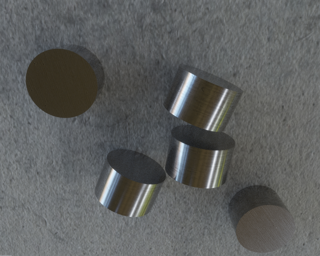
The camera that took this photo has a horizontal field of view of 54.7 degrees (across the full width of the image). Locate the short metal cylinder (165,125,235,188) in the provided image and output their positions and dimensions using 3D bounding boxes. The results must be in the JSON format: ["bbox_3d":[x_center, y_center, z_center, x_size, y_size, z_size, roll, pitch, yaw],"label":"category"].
[{"bbox_3d":[0.050,0.034,0.394,0.081,0.080,0.050,8,110,-3],"label":"short metal cylinder"}]

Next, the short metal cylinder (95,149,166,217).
[{"bbox_3d":[-0.039,0.070,0.406,0.080,0.080,0.050,20,109,-8],"label":"short metal cylinder"}]

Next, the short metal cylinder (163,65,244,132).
[{"bbox_3d":[0.051,-0.037,0.368,0.080,0.080,0.050,20,109,-8],"label":"short metal cylinder"}]

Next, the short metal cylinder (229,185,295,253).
[{"bbox_3d":[0.144,0.130,0.447,0.081,0.050,0.079,0,110,-1],"label":"short metal cylinder"}]

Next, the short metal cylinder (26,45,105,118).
[{"bbox_3d":[-0.111,-0.058,0.374,0.081,0.050,0.079,0,110,-1],"label":"short metal cylinder"}]
